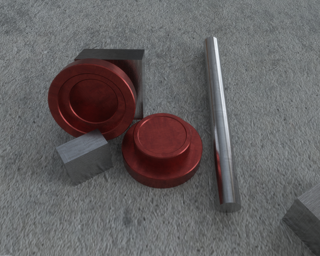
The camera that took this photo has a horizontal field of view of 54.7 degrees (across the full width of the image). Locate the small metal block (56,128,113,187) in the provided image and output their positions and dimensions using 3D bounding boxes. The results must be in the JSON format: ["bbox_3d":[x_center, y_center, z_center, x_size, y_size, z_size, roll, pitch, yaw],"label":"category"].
[{"bbox_3d":[-0.085,0.034,0.357,0.050,0.050,0.025,-27,56,-20],"label":"small metal block"}]

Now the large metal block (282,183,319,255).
[{"bbox_3d":[0.188,0.093,0.310,0.081,0.050,0.080,-26,55,-20],"label":"large metal block"}]

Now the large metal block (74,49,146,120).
[{"bbox_3d":[-0.061,-0.058,0.407,0.080,0.079,0.050,1,28,1],"label":"large metal block"}]

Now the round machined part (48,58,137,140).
[{"bbox_3d":[-0.077,-0.035,0.368,0.099,0.097,0.042,0,29,0],"label":"round machined part"}]

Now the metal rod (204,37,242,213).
[{"bbox_3d":[0.080,-0.029,0.428,0.025,0.025,0.300,2,50,1],"label":"metal rod"}]

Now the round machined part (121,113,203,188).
[{"bbox_3d":[0.002,0.020,0.375,0.099,0.042,0.098,0,50,0],"label":"round machined part"}]
